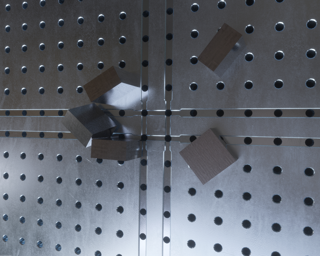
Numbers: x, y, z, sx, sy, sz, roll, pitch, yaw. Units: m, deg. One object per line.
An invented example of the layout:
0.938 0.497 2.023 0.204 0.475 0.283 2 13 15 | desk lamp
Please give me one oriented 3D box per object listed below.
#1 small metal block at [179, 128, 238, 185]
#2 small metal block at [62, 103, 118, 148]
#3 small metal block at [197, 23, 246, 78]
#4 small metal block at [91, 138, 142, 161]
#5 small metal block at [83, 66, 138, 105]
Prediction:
0.061 0.035 0.391 0.050 0.025 0.050 -40 78 15 | small metal block
-0.097 -0.005 0.429 0.050 0.050 0.025 43 122 15 | small metal block
0.075 -0.091 0.372 0.025 0.050 0.050 41 103 15 | small metal block
-0.057 0.028 0.418 0.050 0.050 0.025 3 91 19 | small metal block
-0.066 -0.056 0.422 0.050 0.050 0.025 -30 81 17 | small metal block
